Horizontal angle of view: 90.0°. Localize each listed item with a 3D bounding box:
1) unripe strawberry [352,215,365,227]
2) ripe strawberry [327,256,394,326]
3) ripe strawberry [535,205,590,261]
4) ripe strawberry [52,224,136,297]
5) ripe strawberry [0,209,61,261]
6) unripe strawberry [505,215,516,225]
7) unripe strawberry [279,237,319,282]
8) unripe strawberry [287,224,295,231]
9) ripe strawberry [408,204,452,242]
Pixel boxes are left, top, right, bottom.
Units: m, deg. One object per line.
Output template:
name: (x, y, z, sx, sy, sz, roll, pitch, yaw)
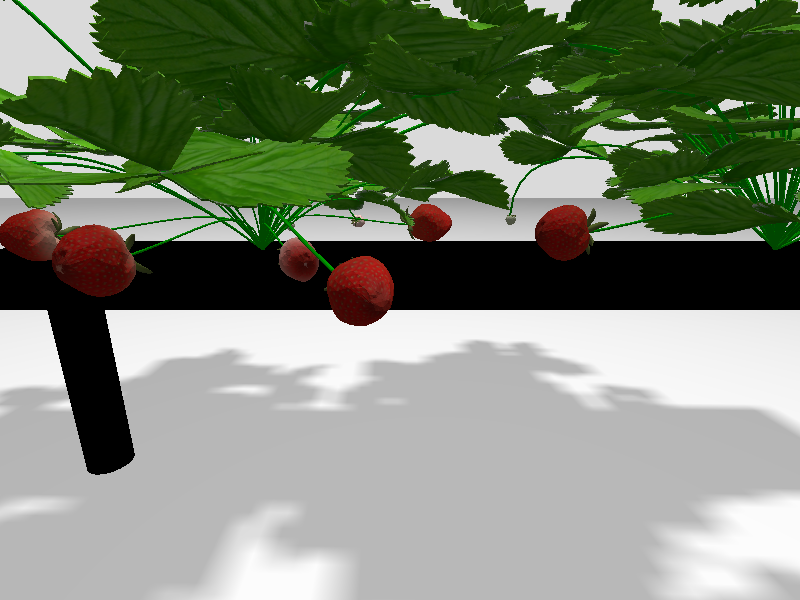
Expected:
unripe strawberry: (-0.055, -0.106, 0.538, 0.019, 0.017, 0.017, 5, 4, 18)
ripe strawberry: (-0.014, -0.002, 0.156, 0.027, 0.028, 0.029, -8, 18, -27)
ripe strawberry: (0.118, -0.050, 0.296, 0.039, 0.040, 0.035, -4, 16, -13)
ripe strawberry: (-0.151, -0.019, 0.195, 0.031, 0.035, 0.033, 3, 17, 10)
ripe strawberry: (-0.269, -0.047, 0.293, 0.036, 0.037, 0.033, -6, 17, -19)
unripe strawberry: (0.126, -0.091, 0.456, 0.011, 0.011, 0.011, 9, 18, 28)
unripe strawberry: (-0.057, -0.022, 0.227, 0.022, 0.025, 0.024, -8, 18, -26)
unripe strawberry: (-0.135, -0.090, 0.492, 0.011, 0.010, 0.010, -2, 16, -5)
ripe strawberry: (0.030, -0.075, 0.391, 0.042, 0.036, 0.042, -4, 16, -17)
